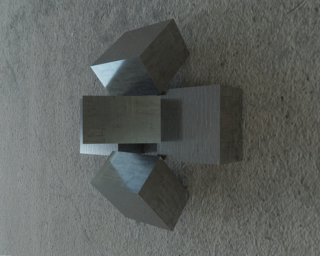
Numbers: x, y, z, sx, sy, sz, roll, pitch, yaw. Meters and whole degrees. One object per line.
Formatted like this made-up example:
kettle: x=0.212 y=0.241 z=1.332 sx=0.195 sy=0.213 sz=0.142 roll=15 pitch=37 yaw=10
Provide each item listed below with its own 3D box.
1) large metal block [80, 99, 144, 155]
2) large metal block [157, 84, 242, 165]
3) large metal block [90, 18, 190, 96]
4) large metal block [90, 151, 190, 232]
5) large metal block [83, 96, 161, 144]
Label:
large metal block: x=-0.069 y=-0.003 z=0.445 sx=0.080 sy=0.050 sz=0.079 roll=0 pitch=90 yaw=39
large metal block: x=0.044 y=-0.004 z=0.349 sx=0.080 sy=0.050 sz=0.079 roll=0 pitch=90 yaw=39
large metal block: x=-0.023 y=-0.083 z=0.380 sx=0.080 sy=0.080 sz=0.050 roll=0 pitch=134 yaw=40
large metal block: x=-0.023 y=0.075 z=0.380 sx=0.080 sy=0.080 sz=0.050 roll=2 pitch=48 yaw=40
large metal block: x=-0.043 y=-0.009 z=0.362 sx=0.080 sy=0.081 sz=0.050 roll=179 pitch=90 yaw=-84
